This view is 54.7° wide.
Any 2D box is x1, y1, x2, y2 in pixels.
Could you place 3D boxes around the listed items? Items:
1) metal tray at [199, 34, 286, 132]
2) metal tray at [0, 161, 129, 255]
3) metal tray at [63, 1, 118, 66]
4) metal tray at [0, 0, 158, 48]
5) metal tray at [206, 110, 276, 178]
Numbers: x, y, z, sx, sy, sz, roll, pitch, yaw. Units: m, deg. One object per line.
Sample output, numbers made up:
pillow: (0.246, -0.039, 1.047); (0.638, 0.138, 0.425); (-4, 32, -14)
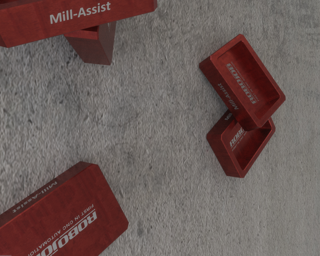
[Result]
metal tray: (0.131, -0.071, 0.484); (0.090, 0.030, 0.130); (-40, 97, -31)
metal tray: (-0.103, 0.105, 0.315); (0.131, 0.030, 0.090); (-36, 112, -34)
metal tray: (-0.062, -0.138, 0.309); (0.030, 0.090, 0.129); (6, 85, -1)
metal tray: (-0.079, -0.120, 0.265); (0.131, 0.090, 0.030); (-19, 142, -13)
metal tray: (0.140, 0.008, 0.517); (0.131, 0.030, 0.090); (-46, 117, -30)
